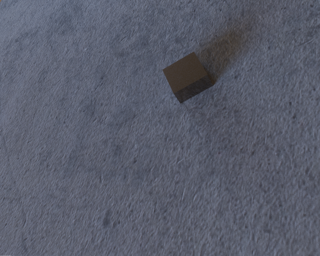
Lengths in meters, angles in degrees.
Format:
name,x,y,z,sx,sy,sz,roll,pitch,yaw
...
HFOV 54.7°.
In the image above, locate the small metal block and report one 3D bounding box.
name,x,y,z,sx,sy,sz,roll,pitch,yaw
small metal block,0.037,-0.069,0.426,0.050,0.025,0.050,-29,52,9
